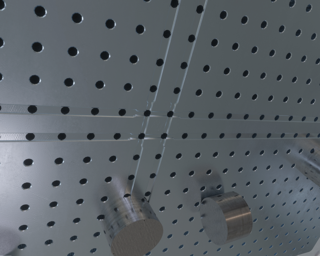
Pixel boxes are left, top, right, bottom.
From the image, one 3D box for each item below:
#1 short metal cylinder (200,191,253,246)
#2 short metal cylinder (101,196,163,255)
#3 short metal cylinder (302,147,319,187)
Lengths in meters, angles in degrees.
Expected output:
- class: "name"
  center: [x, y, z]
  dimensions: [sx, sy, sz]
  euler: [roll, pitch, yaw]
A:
- class: "short metal cylinder"
  center: [0.112, 0.154, 0.532]
  dimensions: [0.050, 0.080, 0.079]
  euler: [-8, 122, -25]
- class: "short metal cylinder"
  center: [-0.042, 0.149, 0.464]
  dimensions: [0.081, 0.050, 0.079]
  euler: [-14, 124, -21]
- class: "short metal cylinder"
  center: [0.341, 0.081, 0.631]
  dimensions: [0.081, 0.050, 0.079]
  euler: [-14, 124, -21]
